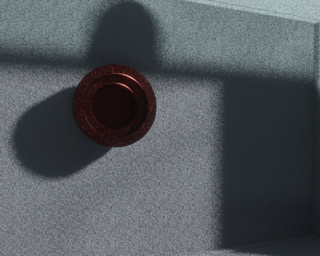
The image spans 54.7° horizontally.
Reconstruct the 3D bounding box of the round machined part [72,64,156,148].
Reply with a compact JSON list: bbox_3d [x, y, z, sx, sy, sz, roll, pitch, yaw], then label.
[{"bbox_3d":[-0.057,-0.026,0.381,0.099,0.042,0.097,0,90,-21],"label":"round machined part"}]
